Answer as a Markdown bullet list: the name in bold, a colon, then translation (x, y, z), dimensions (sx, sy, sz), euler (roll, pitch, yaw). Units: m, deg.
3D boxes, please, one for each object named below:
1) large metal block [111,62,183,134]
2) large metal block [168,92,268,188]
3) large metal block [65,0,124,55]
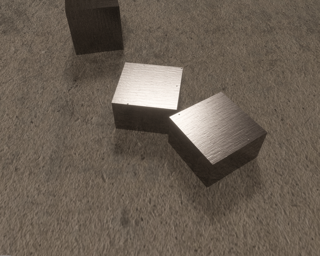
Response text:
- **large metal block**: translation (-0.014, -0.041, 0.421), dimensions (0.080, 0.050, 0.080), euler (6, 50, 5)
- **large metal block**: translation (0.067, 0.012, 0.378), dimensions (0.081, 0.050, 0.080), euler (-27, 55, -21)
- **large metal block**: translation (-0.107, -0.173, 0.511), dimensions (0.081, 0.080, 0.050), euler (-9, 51, -8)
